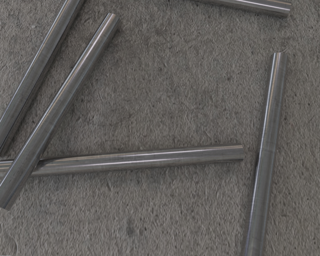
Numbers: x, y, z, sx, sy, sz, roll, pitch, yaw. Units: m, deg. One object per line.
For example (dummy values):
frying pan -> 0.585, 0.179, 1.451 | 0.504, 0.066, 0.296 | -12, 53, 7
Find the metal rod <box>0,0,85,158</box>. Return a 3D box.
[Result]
metal rod -> -0.166, -0.100, 0.443 | 0.025, 0.025, 0.299 | 17, 71, 6

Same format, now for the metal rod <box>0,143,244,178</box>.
metal rod -> -0.047, 0.042, 0.392 | 0.302, 0.025, 0.025 | -4, 70, -2

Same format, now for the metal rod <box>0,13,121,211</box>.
metal rod -> -0.124, -0.038, 0.404 | 0.025, 0.025, 0.300 | 20, 65, 7

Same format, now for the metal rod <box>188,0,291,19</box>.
metal rod -> 0.050, -0.213, 0.486 | 0.302, 0.025, 0.025 | 13, 71, 4

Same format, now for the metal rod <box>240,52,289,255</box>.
metal rod -> 0.135, 0.035, 0.395 | 0.025, 0.025, 0.299 | 13, 70, 5
